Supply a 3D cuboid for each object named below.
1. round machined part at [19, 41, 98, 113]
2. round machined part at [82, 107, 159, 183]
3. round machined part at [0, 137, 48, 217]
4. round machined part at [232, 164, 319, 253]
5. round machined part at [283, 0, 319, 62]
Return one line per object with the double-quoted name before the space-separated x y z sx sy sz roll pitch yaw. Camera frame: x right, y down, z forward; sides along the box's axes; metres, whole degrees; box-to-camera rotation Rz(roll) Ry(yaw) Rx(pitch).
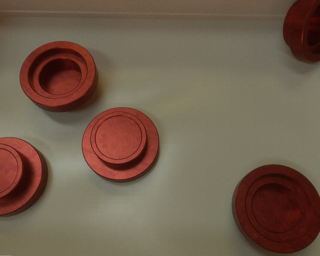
"round machined part" -0.133 -0.066 0.423 0.099 0.042 0.098 0 70 -1
"round machined part" -0.050 0.018 0.394 0.099 0.042 0.098 0 70 -1
"round machined part" -0.193 0.057 0.377 0.099 0.042 0.098 0 70 -1
"round machined part" 0.134 0.095 0.367 0.099 0.042 0.098 0 70 -1
"round machined part" 0.213 -0.146 0.437 0.098 0.098 0.042 -41 39 -14
